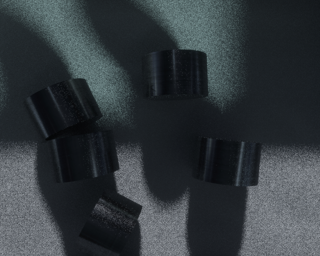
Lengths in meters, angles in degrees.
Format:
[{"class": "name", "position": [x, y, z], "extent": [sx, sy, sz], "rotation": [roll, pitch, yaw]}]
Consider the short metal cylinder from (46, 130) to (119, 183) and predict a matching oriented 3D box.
[{"class": "short metal cylinder", "position": [-0.094, 0.033, 0.383], "extent": [0.080, 0.080, 0.050], "rotation": [-10, 90, 0]}]

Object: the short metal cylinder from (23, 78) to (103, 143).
[{"class": "short metal cylinder", "position": [-0.119, -0.021, 0.383], "extent": [0.080, 0.080, 0.050], "rotation": [-25, 90, 0]}]

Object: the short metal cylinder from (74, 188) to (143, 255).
[{"class": "short metal cylinder", "position": [-0.063, 0.122, 0.383], "extent": [0.050, 0.080, 0.080], "rotation": [28, 90, 0]}]

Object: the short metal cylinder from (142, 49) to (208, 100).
[{"class": "short metal cylinder", "position": [0.018, -0.063, 0.384], "extent": [0.081, 0.080, 0.050], "rotation": [-2, 90, 0]}]

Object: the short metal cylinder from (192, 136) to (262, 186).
[{"class": "short metal cylinder", "position": [0.082, 0.039, 0.384], "extent": [0.080, 0.080, 0.050], "rotation": [6, 90, 0]}]
